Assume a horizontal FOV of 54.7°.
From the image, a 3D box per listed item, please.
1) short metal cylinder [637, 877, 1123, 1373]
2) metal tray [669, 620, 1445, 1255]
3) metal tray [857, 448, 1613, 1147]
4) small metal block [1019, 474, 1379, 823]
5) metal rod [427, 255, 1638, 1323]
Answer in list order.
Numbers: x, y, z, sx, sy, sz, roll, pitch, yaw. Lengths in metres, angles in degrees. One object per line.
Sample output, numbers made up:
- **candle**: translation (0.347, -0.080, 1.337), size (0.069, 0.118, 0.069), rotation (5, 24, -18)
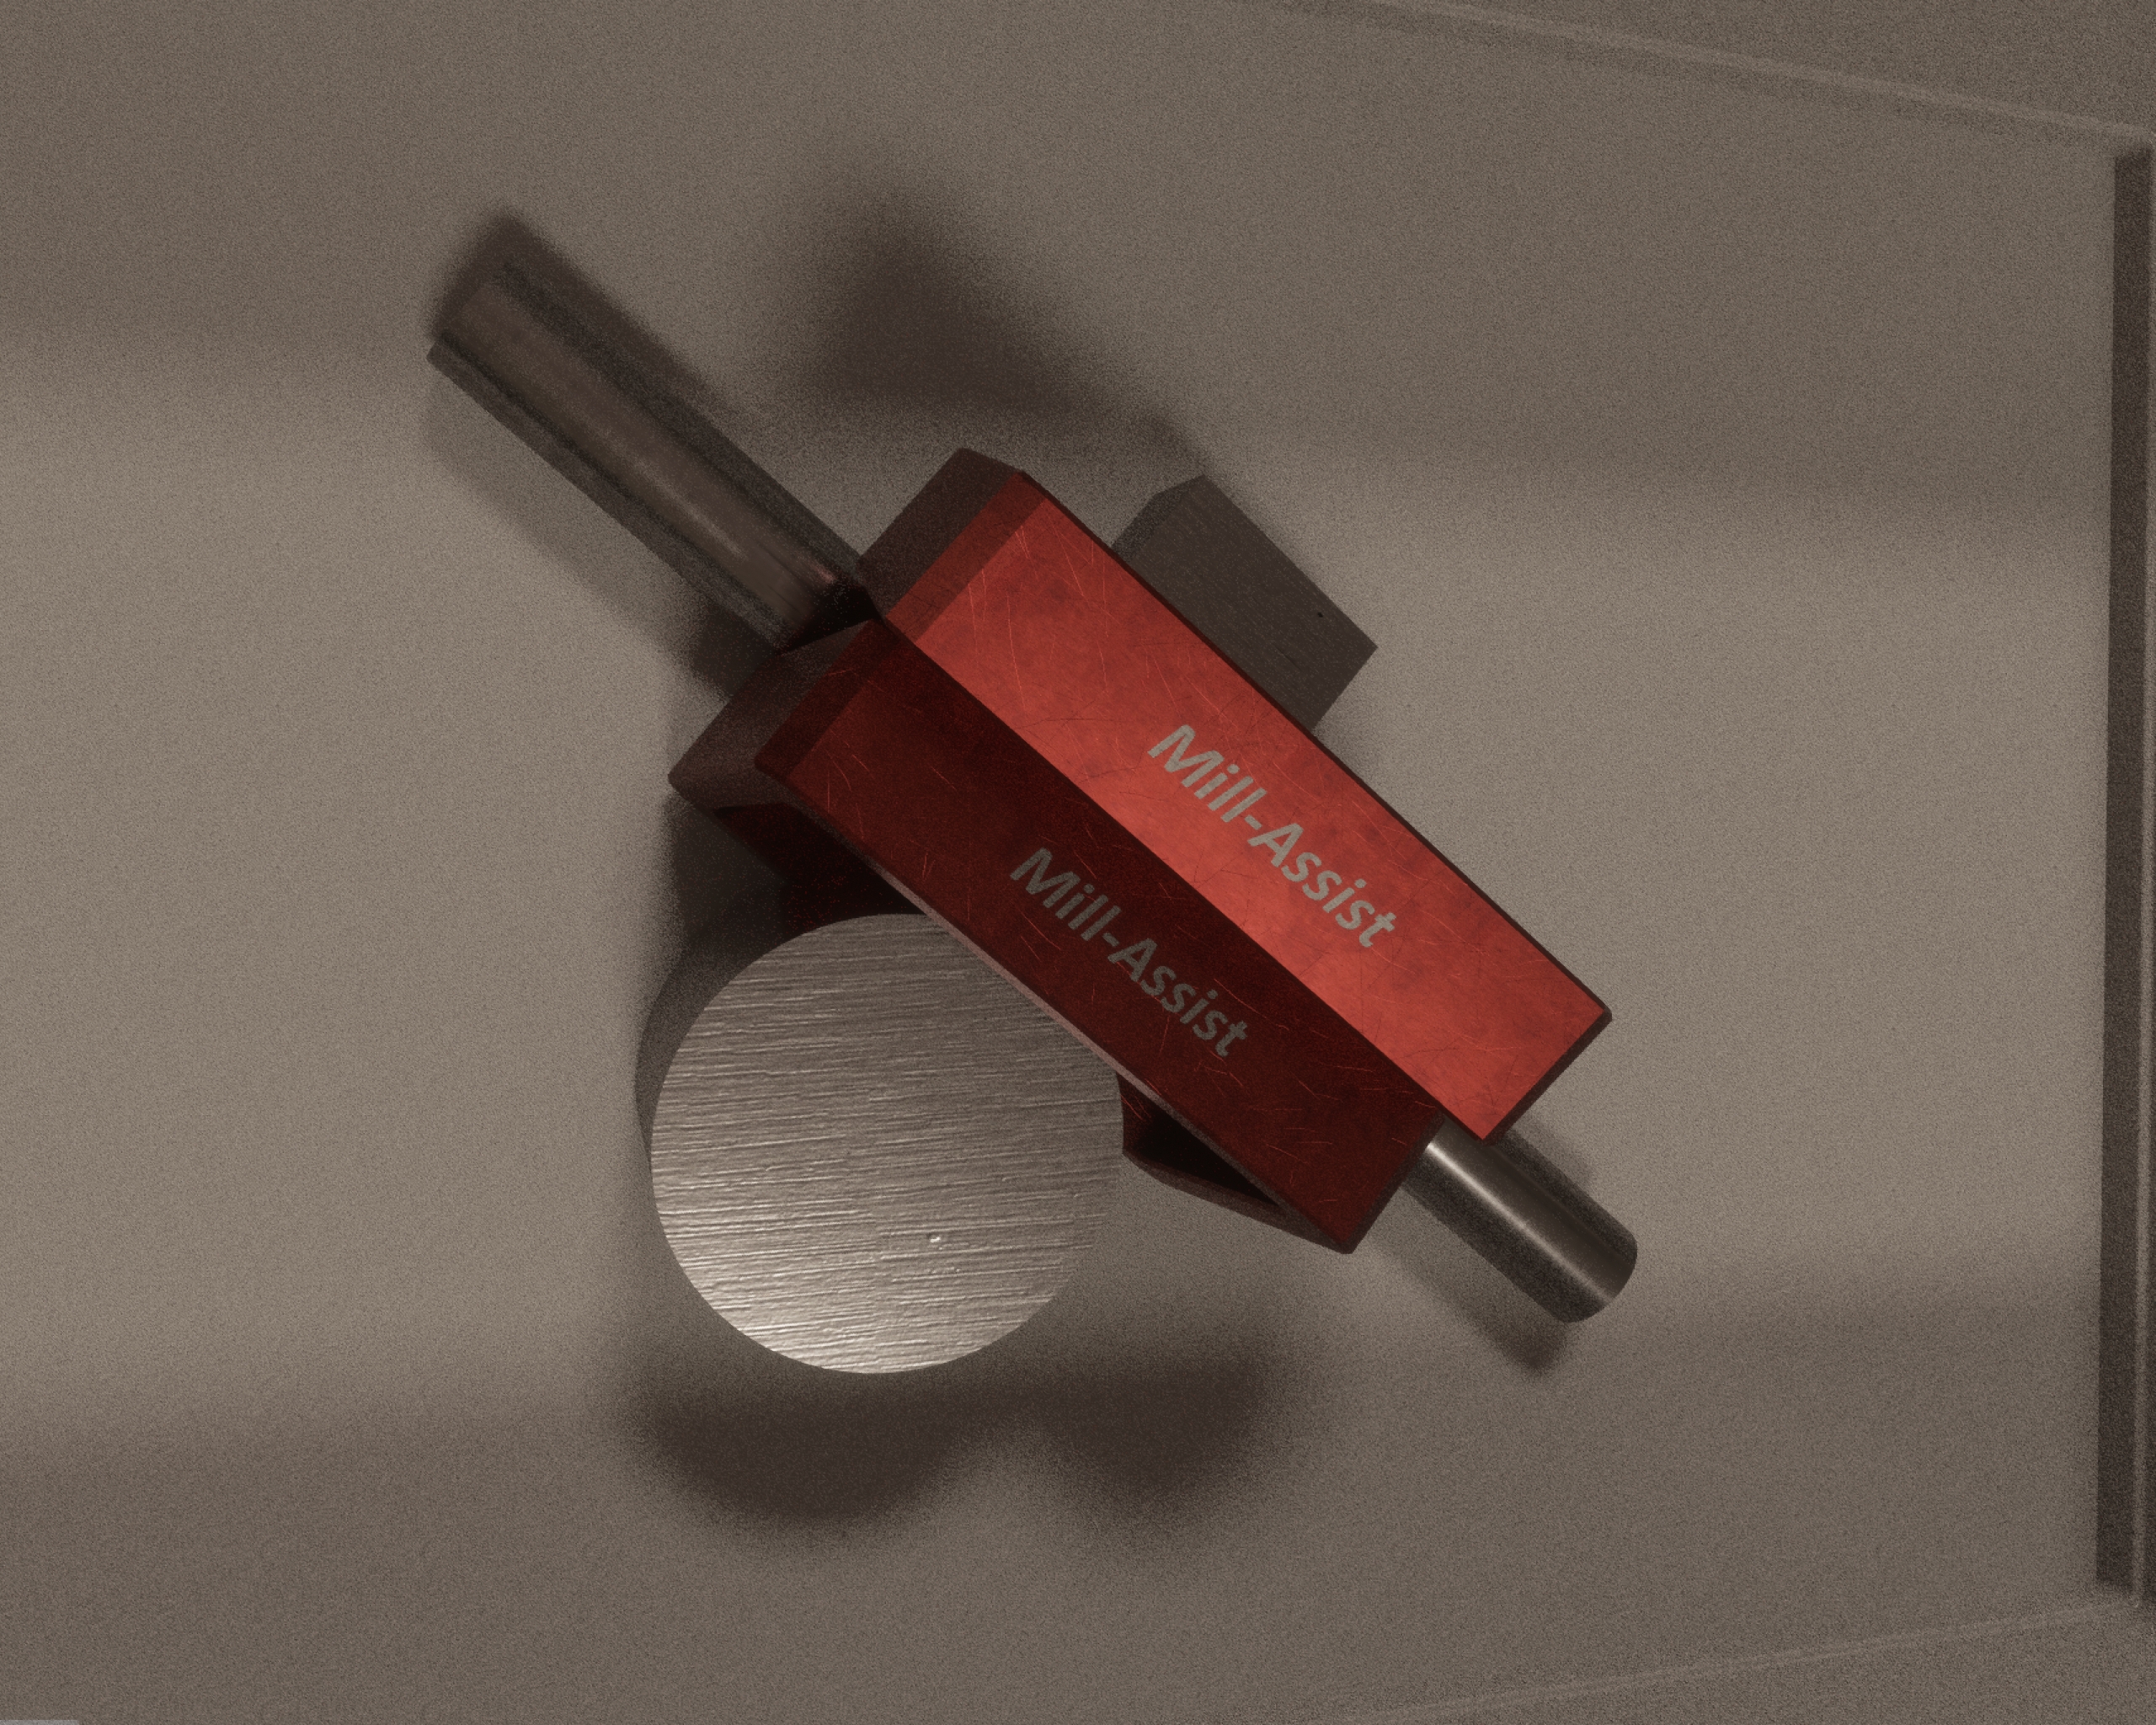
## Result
- **short metal cylinder**: translation (-0.037, 0.045, 0.377), size (0.081, 0.050, 0.079), rotation (-2, 98, -15)
- **metal tray**: translation (-0.007, 0.014, 0.373), size (0.130, 0.090, 0.030), rotation (41, 77, -16)
- **metal tray**: translation (0.023, -0.014, 0.357), size (0.130, 0.090, 0.030), rotation (41, 94, -16)
- **small metal block**: translation (0.023, -0.041, 0.418), size (0.050, 0.025, 0.050), rotation (42, 76, -16)
- **metal rod**: translation (0.002, -0.005, 0.412), size (0.300, 0.025, 0.025), rotation (41, 77, -16)
